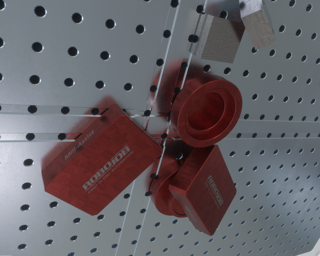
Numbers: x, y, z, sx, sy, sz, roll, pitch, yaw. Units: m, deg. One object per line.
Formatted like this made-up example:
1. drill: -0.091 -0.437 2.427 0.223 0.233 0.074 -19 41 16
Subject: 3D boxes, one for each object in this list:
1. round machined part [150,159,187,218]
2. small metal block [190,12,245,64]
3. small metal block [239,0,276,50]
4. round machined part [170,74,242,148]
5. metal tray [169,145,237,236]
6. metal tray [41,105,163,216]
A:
1. round machined part: 0.038 0.100 0.482 0.099 0.042 0.097 -14 124 -21
2. small metal block: 0.072 -0.110 0.382 0.050 0.025 0.050 1 118 -29
3. small metal block: 0.117 -0.132 0.374 0.025 0.050 0.050 -17 136 28
4. round machined part: 0.058 -0.026 0.415 0.099 0.042 0.097 -14 124 -21
5. metal tray: 0.070 0.093 0.470 0.090 0.030 0.130 -53 135 -25
6. metal tray: -0.071 0.044 0.396 0.130 0.030 0.090 -43 129 2
